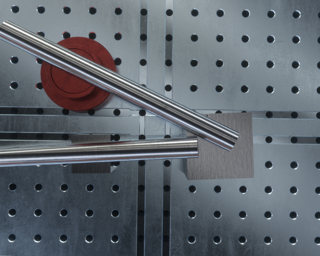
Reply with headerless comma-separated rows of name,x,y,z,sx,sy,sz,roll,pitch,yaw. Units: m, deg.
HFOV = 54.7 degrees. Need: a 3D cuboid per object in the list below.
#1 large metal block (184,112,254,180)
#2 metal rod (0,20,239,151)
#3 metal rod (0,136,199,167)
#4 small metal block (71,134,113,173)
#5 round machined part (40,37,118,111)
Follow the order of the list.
large metal block,0.072,0.022,0.399,0.081,0.050,0.079,-2,90,-1
metal rod,-0.049,-0.050,0.364,0.301,0.025,0.025,26,90,2
metal rod,-0.104,0.032,0.385,0.301,0.025,0.025,-4,90,10
small metal block,-0.089,0.034,0.413,0.050,0.025,0.050,0,90,-1
round machined part,-0.107,-0.071,0.403,0.099,0.042,0.097,0,90,-1
